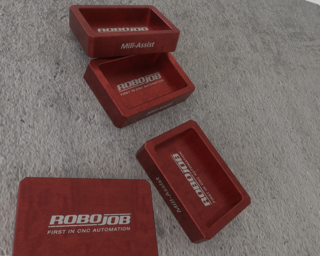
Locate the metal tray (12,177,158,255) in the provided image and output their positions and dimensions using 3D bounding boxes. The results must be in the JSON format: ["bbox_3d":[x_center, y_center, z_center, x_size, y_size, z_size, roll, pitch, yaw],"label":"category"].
[{"bbox_3d":[-0.070,0.097,0.303,0.131,0.030,0.090,6,59,-25],"label":"metal tray"}]

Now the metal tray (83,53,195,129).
[{"bbox_3d":[-0.025,-0.063,0.424,0.131,0.030,0.090,-26,76,-37],"label":"metal tray"}]

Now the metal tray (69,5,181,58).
[{"bbox_3d":[-0.049,-0.138,0.431,0.131,0.030,0.090,-12,48,-28],"label":"metal tray"}]

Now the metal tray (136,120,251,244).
[{"bbox_3d":[0.042,0.062,0.385,0.091,0.030,0.130,-26,76,-37],"label":"metal tray"}]
